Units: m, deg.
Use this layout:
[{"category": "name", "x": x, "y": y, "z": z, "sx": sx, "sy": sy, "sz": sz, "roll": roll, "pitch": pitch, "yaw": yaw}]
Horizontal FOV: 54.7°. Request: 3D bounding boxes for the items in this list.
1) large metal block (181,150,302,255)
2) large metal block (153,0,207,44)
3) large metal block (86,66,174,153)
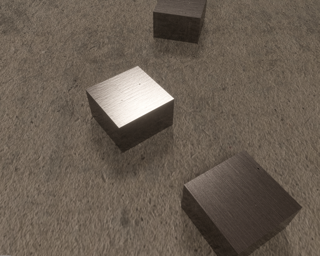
[{"category": "large metal block", "x": 0.079, "y": 0.082, "z": 0.319, "sx": 0.081, "sy": 0.050, "sz": 0.080, "roll": -26, "pitch": 55, "yaw": -21}, {"category": "large metal block", "x": 0.037, "y": -0.201, "z": 0.557, "sx": 0.080, "sy": 0.050, "sz": 0.080, "roll": 11, "pitch": 51, "yaw": 8}, {"category": "large metal block", "x": -0.039, "y": -0.027, "z": 0.409, "sx": 0.081, "sy": 0.050, "sz": 0.080, "roll": -30, "pitch": 56, "yaw": -23}]
